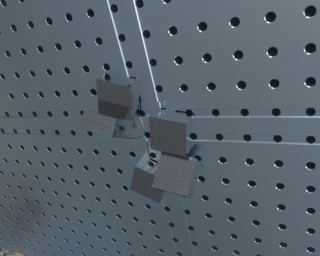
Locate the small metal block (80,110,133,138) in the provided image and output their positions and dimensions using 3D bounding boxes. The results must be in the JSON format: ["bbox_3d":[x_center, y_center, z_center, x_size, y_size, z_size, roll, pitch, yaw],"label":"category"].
[{"bbox_3d":[-0.072,-0.005,0.425,0.050,0.050,0.025,14,94,20],"label":"small metal block"}]

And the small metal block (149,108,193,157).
[{"bbox_3d":[0.015,0.006,0.406,0.050,0.025,0.050,11,123,21],"label":"small metal block"}]

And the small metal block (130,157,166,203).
[{"bbox_3d":[-0.013,0.078,0.465,0.050,0.025,0.050,23,127,13],"label":"small metal block"}]

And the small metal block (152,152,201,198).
[{"bbox_3d":[0.023,0.063,0.418,0.050,0.050,0.025,10,164,22],"label":"small metal block"}]

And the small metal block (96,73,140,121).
[{"bbox_3d":[-0.055,-0.042,0.413,0.050,0.025,0.050,15,125,19],"label":"small metal block"}]
